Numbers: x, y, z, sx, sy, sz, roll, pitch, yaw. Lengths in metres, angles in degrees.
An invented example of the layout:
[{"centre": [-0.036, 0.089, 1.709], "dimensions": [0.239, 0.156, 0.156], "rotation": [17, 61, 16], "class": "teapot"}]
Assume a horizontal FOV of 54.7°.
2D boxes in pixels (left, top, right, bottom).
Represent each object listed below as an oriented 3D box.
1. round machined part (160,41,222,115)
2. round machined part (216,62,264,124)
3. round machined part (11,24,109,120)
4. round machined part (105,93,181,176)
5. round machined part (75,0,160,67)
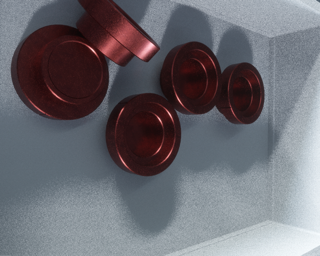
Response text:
[{"centre": [0.039, -0.067, 0.430], "dimensions": [0.099, 0.042, 0.097], "rotation": [0, 90, -40], "class": "round machined part"}, {"centre": [0.124, -0.054, 0.503], "dimensions": [0.099, 0.042, 0.097], "rotation": [0, 90, -40], "class": "round machined part"}, {"centre": [-0.094, -0.057, 0.318], "dimensions": [0.099, 0.042, 0.097], "rotation": [0, 90, -40], "class": "round machined part"}, {"centre": [-0.024, 0.007, 0.377], "dimensions": [0.099, 0.042, 0.097], "rotation": [0, 90, -40], "class": "round machined part"}, {"centre": [-0.050, -0.104, 0.332], "dimensions": [0.042, 0.098, 0.098], "rotation": [-46, 126, 13], "class": "round machined part"}]
